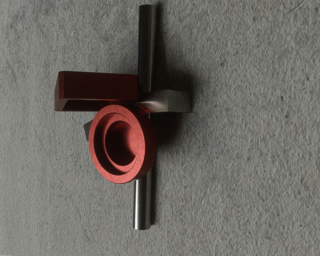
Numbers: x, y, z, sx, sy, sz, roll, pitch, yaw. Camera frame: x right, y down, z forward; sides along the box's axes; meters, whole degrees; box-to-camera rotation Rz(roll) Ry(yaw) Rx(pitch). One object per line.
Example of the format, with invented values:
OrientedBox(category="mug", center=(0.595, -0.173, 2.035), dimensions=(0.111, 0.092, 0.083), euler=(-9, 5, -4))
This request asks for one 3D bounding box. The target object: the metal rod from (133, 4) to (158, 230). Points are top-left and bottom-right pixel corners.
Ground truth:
OrientedBox(category="metal rod", center=(-0.020, -0.013, 0.421), dimensions=(0.025, 0.025, 0.298), euler=(3, 92, 39))

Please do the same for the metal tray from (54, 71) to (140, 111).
OrientedBox(category="metal tray", center=(-0.087, -0.043, 0.404), dimensions=(0.130, 0.091, 0.030), euler=(170, 98, -69))

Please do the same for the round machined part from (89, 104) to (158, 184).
OrientedBox(category="round machined part", center=(-0.042, 0.018, 0.392), dimensions=(0.098, 0.042, 0.097), euler=(3, 95, 37))

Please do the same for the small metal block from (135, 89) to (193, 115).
OrientedBox(category="small metal block", center=(0.005, -0.031, 0.384), dimensions=(0.050, 0.050, 0.025), euler=(-2, 89, 39))

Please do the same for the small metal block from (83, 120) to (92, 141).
OrientedBox(category="small metal block", center=(-0.073, -0.001, 0.448), dimensions=(0.050, 0.050, 0.025), euler=(-24, 75, 37))
